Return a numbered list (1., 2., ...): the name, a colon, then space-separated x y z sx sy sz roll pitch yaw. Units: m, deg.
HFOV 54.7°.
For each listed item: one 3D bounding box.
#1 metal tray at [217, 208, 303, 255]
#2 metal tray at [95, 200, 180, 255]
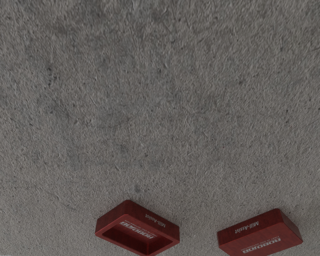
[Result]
1. metal tray: 0.185 0.206 0.581 0.130 0.030 0.090 -32 124 24
2. metal tray: -0.039 0.187 0.562 0.130 0.030 0.090 36 121 -27
